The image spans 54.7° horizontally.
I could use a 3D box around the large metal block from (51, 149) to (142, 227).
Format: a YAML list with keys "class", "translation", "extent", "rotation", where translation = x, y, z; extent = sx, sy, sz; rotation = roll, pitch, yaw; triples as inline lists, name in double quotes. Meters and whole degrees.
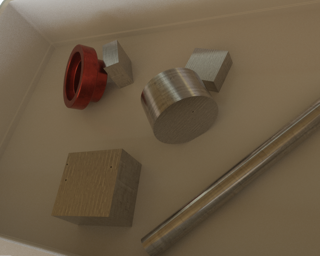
- class: "large metal block"
  translation: [-0.075, 0.075, 0.382]
  extent: [0.080, 0.050, 0.080]
  rotation: [-6, 59, 24]

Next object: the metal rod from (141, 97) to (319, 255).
- class: "metal rod"
  translation: [0.105, 0.035, 0.328]
  extent: [0.300, 0.025, 0.025]
  rotation: [-39, 51, 1]

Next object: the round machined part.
- class: "round machined part"
  translation: [-0.114, -0.076, 0.480]
  extent: [0.098, 0.042, 0.098]
  rotation: [-18, 68, 55]

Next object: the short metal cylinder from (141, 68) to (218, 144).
- class: "short metal cylinder"
  translation: [0.023, -0.025, 0.373]
  extent: [0.080, 0.080, 0.050]
  rotation: [-30, 52, 8]

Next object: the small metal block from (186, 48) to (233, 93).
- class: "small metal block"
  translation: [0.063, -0.079, 0.420]
  extent: [0.050, 0.025, 0.050]
  rotation: [16, 70, 34]

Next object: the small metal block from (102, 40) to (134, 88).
- class: "small metal block"
  translation: [-0.065, -0.099, 0.482]
  extent: [0.025, 0.050, 0.050]
  rotation: [-19, 55, 13]
